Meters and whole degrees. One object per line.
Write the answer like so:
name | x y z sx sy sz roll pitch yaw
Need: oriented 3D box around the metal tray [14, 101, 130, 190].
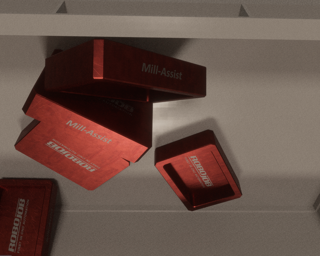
metal tray | -0.116 0.028 0.428 0.090 0.030 0.130 -36 122 26

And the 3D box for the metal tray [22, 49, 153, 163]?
metal tray | -0.070 -0.025 0.344 0.131 0.090 0.030 27 125 -22

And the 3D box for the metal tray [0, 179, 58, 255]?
metal tray | -0.210 0.143 0.458 0.091 0.130 0.030 2 156 -2

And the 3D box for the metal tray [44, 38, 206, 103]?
metal tray | -0.029 -0.047 0.296 0.131 0.030 0.090 3 177 -44

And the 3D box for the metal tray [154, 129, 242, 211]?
metal tray | 0.059 0.068 0.464 0.090 0.030 0.130 -21 128 16
